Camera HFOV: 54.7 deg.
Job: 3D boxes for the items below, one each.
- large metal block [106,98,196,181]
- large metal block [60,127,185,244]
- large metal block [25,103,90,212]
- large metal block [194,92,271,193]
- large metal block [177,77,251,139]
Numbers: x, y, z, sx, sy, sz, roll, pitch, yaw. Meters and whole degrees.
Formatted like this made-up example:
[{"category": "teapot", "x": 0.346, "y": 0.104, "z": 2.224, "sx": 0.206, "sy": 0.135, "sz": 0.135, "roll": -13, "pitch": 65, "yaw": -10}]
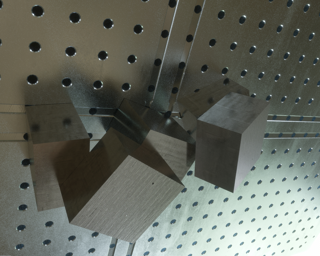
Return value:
[{"category": "large metal block", "x": -0.009, "y": 0.014, "z": 0.380, "sx": 0.080, "sy": 0.080, "sz": 0.050, "roll": 20, "pitch": 108, "yaw": -36}, {"category": "large metal block", "x": -0.037, "y": 0.059, "z": 0.307, "sx": 0.080, "sy": 0.050, "sz": 0.080, "roll": -49, "pitch": 129, "yaw": 6}, {"category": "large metal block", "x": -0.111, "y": 0.028, "z": 0.332, "sx": 0.050, "sy": 0.080, "sz": 0.079, "roll": -6, "pitch": 121, "yaw": -26}, {"category": "large metal block", "x": 0.084, "y": 0.014, "z": 0.363, "sx": 0.080, "sy": 0.050, "sz": 0.079, "roll": -37, "pitch": 137, "yaw": -42}, {"category": "large metal block", "x": 0.079, "y": -0.013, "z": 0.432, "sx": 0.080, "sy": 0.050, "sz": 0.080, "roll": -27, "pitch": 128, "yaw": -12}]
